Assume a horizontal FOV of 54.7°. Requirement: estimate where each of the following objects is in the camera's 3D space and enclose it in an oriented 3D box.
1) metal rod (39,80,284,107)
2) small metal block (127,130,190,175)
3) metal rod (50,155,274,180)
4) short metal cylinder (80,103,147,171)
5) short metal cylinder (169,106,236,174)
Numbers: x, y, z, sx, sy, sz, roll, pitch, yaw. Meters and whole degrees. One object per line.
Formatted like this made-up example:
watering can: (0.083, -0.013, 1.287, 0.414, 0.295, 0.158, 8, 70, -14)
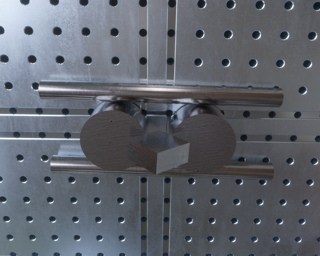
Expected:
metal rod: (0.002, -0.043, 0.394, 0.302, 0.025, 0.025, 2, 110, -1)
small metal block: (-0.002, 0.026, 0.357, 0.050, 0.050, 0.025, -14, 116, -42)
metal rod: (0.004, 0.055, 0.430, 0.302, 0.025, 0.025, 2, 110, -1)
short metal cylinder: (-0.057, 0.008, 0.399, 0.081, 0.050, 0.079, 0, 110, 0)
short metal cylinder: (0.053, 0.012, 0.401, 0.081, 0.050, 0.079, 0, 110, 0)
